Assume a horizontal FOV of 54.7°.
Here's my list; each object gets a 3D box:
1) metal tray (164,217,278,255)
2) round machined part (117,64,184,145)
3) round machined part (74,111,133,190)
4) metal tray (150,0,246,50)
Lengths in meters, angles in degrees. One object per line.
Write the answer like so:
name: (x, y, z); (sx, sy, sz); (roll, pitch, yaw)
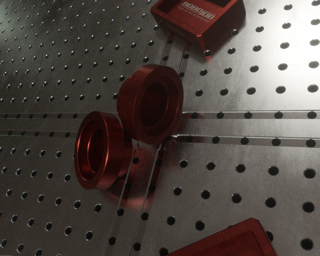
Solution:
metal tray: (0.051, 0.151, 0.284); (0.130, 0.030, 0.090); (-28, 52, 10)
round machined part: (-0.015, -0.031, 0.388); (0.042, 0.098, 0.098); (18, 71, 35)
round machined part: (-0.070, 0.029, 0.396); (0.098, 0.042, 0.098); (-14, 72, 51)
metal tray: (0.056, -0.186, 0.488); (0.090, 0.030, 0.130); (-44, 51, -3)
